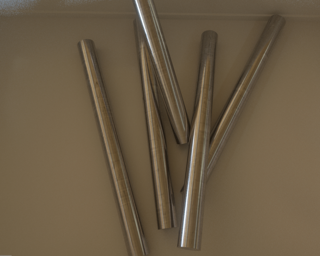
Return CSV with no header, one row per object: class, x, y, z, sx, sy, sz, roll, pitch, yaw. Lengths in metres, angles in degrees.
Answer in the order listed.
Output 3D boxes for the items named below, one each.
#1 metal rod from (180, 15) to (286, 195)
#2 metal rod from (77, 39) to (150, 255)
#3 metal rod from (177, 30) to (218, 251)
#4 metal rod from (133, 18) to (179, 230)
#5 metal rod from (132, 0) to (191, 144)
metal rod,0.107,-0.039,0.425,0.025,0.025,0.300,27,72,9
metal rod,-0.066,0.013,0.404,0.025,0.025,0.299,-15,71,-6
metal rod,0.052,-0.005,0.393,0.025,0.025,0.299,8,63,2
metal rod,-0.009,-0.021,0.417,0.025,0.025,0.299,-7,70,-3
metal rod,-0.011,-0.123,0.379,0.025,0.025,0.298,-19,101,-7
